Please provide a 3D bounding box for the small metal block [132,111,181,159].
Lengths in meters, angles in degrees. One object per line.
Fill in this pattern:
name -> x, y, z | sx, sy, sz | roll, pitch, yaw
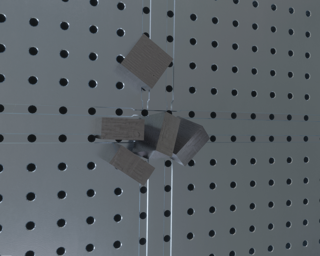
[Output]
small metal block -> -0.005, 0.010, 0.390 | 0.025, 0.050, 0.050 | 27, 67, -33

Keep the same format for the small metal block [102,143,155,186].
small metal block -> -0.040, 0.044, 0.384 | 0.050, 0.050, 0.025 | 37, 79, -17

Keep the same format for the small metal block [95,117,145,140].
small metal block -> -0.051, 0.001, 0.381 | 0.050, 0.050, 0.025 | 2, 89, -20

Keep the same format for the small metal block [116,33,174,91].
small metal block -> -0.020, -0.085, 0.405 | 0.050, 0.025, 0.050 | 38, 78, -16

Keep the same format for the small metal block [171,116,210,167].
small metal block -> 0.028, 0.016, 0.406 | 0.050, 0.050, 0.025 | -46, 127, -14
